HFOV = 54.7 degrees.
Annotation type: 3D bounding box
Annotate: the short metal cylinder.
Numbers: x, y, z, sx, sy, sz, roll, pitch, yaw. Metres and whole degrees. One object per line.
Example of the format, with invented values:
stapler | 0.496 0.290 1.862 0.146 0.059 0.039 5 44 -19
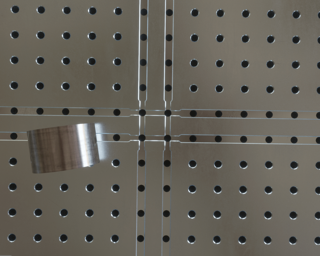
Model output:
short metal cylinder | -0.119 0.024 0.384 0.081 0.080 0.050 -8 90 0
